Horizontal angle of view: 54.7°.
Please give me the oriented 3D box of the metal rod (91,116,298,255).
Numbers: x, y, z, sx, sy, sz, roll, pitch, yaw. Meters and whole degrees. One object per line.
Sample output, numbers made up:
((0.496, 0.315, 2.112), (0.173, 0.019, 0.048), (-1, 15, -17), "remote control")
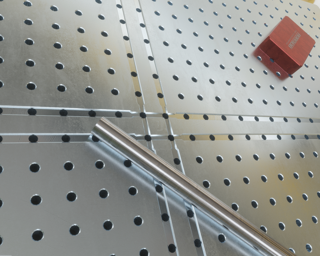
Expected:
((0.046, 0.084, 0.381), (0.301, 0.025, 0.025), (36, 51, -4), "metal rod")

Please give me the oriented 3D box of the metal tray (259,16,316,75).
((0.275, -0.179, 0.662), (0.090, 0.030, 0.131), (43, 51, 1), "metal tray")
